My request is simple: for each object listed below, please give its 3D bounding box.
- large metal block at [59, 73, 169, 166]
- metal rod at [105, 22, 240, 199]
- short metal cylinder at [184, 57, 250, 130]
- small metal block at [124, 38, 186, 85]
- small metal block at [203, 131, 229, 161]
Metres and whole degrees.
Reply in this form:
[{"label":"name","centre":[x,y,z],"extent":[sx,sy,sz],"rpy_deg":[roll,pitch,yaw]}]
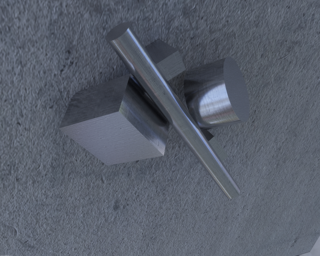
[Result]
[{"label":"large metal block","centre":[-0.047,-0.005,0.342],"extent":[0.080,0.050,0.080],"rpy_deg":[-13,138,30]},{"label":"metal rod","centre":[0.035,0.005,0.367],"extent":[0.025,0.025,0.300],"rpy_deg":[-40,130,-1]},{"label":"short metal cylinder","centre":[0.071,-0.041,0.380],"extent":[0.050,0.080,0.080],"rpy_deg":[-14,139,32]},{"label":"small metal block","centre":[-0.008,-0.071,0.346],"extent":[0.050,0.050,0.025],"rpy_deg":[-34,129,-7]},{"label":"small metal block","centre":[0.064,0.021,0.438],"extent":[0.025,0.050,0.050],"rpy_deg":[-42,130,0]}]
